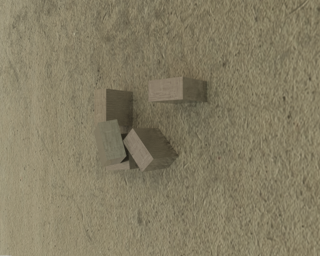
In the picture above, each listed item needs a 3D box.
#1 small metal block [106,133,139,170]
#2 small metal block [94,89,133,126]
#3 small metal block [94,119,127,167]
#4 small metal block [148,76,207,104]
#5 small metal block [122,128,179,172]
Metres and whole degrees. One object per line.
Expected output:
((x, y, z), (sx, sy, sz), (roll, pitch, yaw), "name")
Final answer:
((-0.054, 0.034, 0.450), (0.050, 0.025, 0.050), (-8, 85, 39), "small metal block")
((-0.066, -0.028, 0.443), (0.025, 0.050, 0.050), (1, 90, 40), "small metal block")
((-0.068, 0.021, 0.414), (0.050, 0.025, 0.050), (134, 122, -66), "small metal block")
((0.022, -0.044, 0.371), (0.050, 0.050, 0.025), (0, 90, 40), "small metal block")
((-0.012, 0.027, 0.398), (0.025, 0.050, 0.050), (-51, 60, 28), "small metal block")
